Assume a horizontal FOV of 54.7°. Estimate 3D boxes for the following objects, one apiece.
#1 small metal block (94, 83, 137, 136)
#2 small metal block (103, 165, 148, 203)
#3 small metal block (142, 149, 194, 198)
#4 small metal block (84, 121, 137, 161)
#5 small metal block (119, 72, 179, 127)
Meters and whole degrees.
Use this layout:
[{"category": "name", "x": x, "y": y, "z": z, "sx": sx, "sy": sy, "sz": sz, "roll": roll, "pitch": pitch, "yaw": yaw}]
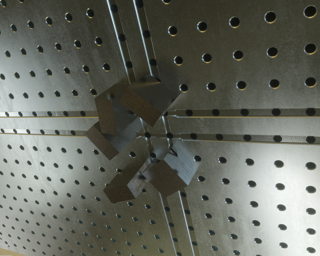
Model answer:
[{"category": "small metal block", "x": -0.057, "y": -0.025, "z": 0.408, "sx": 0.025, "sy": 0.050, "sz": 0.050, "roll": 8, "pitch": 122, "yaw": 23}, {"category": "small metal block", "x": -0.050, "y": 0.085, "z": 0.472, "sx": 0.050, "sy": 0.050, "sz": 0.025, "roll": -19, "pitch": 109, "yaw": 35}, {"category": "small metal block", "x": 0.011, "y": 0.066, "z": 0.445, "sx": 0.050, "sy": 0.025, "sz": 0.050, "roll": 48, "pitch": 129, "yaw": -6}, {"category": "small metal block", "x": -0.068, "y": 0.009, "z": 0.434, "sx": 0.050, "sy": 0.050, "sz": 0.025, "roll": 48, "pitch": 129, "yaw": -6}, {"category": "small metal block", "x": -0.013, "y": -0.036, "z": 0.378, "sx": 0.050, "sy": 0.050, "sz": 0.025, "roll": 37, "pitch": 129, "yaw": 3}]
